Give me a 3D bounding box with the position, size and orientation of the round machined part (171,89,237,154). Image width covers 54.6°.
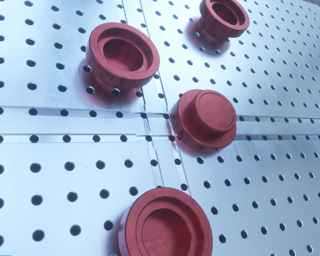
[{"bbox_3d":[0.069,-0.016,0.444,0.099,0.042,0.098,13,56,-21],"label":"round machined part"}]

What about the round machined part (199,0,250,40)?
[{"bbox_3d":[0.116,-0.207,0.585,0.099,0.042,0.098,13,56,-21],"label":"round machined part"}]

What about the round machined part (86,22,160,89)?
[{"bbox_3d":[-0.053,-0.094,0.425,0.099,0.042,0.098,13,56,-21],"label":"round machined part"}]

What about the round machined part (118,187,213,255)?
[{"bbox_3d":[0.003,0.116,0.328,0.099,0.042,0.098,13,56,-21],"label":"round machined part"}]
